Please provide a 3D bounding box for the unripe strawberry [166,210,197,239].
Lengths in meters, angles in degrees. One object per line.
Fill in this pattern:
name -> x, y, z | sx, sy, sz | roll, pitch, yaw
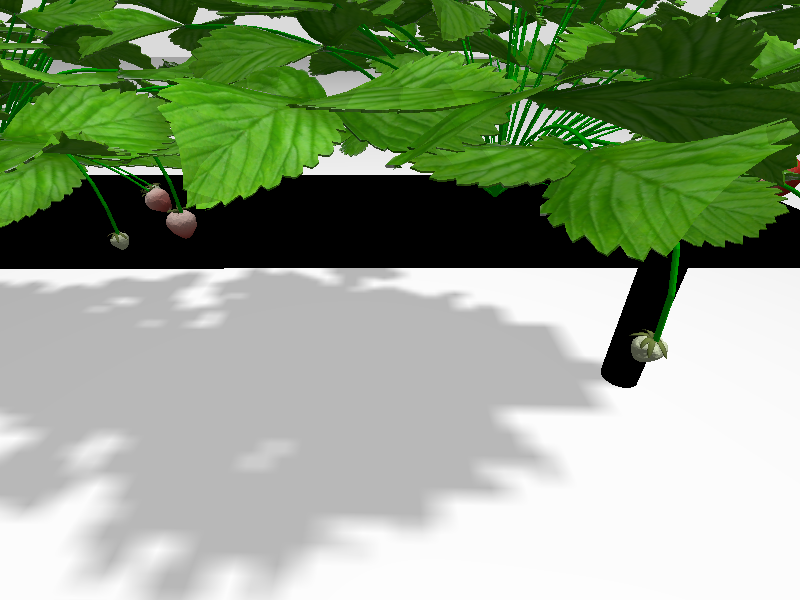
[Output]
unripe strawberry -> -0.153, -0.053, 0.281 | 0.019, 0.020, 0.018 | 12, 35, 18

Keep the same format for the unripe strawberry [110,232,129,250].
unripe strawberry -> -0.185, -0.039, 0.265 | 0.010, 0.011, 0.011 | 18, 37, 25

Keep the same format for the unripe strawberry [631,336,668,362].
unripe strawberry -> 0.102, 0.020, 0.164 | 0.013, 0.012, 0.012 | -2, 33, -4

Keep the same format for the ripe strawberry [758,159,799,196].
ripe strawberry -> 0.336, -0.109, 0.355 | 0.036, 0.035, 0.034 | 10, 32, -8

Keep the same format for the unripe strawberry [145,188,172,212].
unripe strawberry -> -0.193, -0.079, 0.322 | 0.019, 0.019, 0.018 | -36, 18, 30

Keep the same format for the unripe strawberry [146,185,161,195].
unripe strawberry -> -0.209, -0.091, 0.343 | 0.013, 0.015, 0.015 | -11, 31, 12
